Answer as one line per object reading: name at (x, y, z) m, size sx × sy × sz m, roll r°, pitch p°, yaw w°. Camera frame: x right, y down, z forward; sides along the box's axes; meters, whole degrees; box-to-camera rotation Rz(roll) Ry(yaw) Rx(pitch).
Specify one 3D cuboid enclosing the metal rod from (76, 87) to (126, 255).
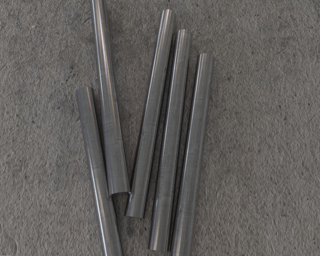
metal rod at (-0.068, 0.086, 0.375) m, size 0.025 × 0.025 × 0.299 m, roll -13°, pitch 71°, yaw -5°

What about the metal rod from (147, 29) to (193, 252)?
metal rod at (0.017, 0.001, 0.407) m, size 0.025 × 0.025 × 0.299 m, roll 7°, pitch 70°, yaw 2°

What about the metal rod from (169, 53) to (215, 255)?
metal rod at (0.042, 0.038, 0.394) m, size 0.025 × 0.025 × 0.299 m, roll 9°, pitch 70°, yaw 3°

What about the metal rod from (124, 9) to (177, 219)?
metal rod at (-0.009, -0.032, 0.419) m, size 0.025 × 0.025 × 0.299 m, roll 8°, pitch 70°, yaw 3°

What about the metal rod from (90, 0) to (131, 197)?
metal rod at (-0.071, -0.058, 0.420) m, size 0.025 × 0.025 × 0.299 m, roll -9°, pitch 67°, yaw -3°
